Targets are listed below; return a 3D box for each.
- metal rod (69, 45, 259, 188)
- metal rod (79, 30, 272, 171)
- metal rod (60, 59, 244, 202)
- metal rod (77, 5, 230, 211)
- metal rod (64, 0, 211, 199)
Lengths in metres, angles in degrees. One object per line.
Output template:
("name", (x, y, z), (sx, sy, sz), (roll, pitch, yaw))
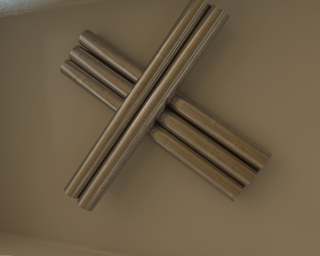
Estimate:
("metal rod", (-0.006, -0.024, 0.411), (0.300, 0.025, 0.025), (36, 102, 16))
("metal rod", (0.009, -0.045, 0.406), (0.300, 0.025, 0.025), (36, 102, 16))
("metal rod", (-0.021, -0.005, 0.416), (0.300, 0.025, 0.025), (36, 102, 16))
("metal rod", (-0.015, -0.016, 0.388), (0.025, 0.025, 0.299), (39, 102, 16))
("metal rod", (-0.035, -0.030, 0.395), (0.025, 0.025, 0.299), (39, 102, 16))
